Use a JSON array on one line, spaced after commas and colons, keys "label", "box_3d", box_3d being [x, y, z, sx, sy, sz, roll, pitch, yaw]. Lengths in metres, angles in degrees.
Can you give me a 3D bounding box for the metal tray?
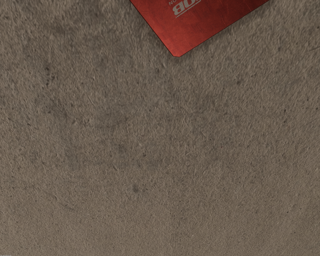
[{"label": "metal tray", "box_3d": [0.043, -0.137, 0.288, 0.130, 0.030, 0.090, -29, 125, 22]}]
